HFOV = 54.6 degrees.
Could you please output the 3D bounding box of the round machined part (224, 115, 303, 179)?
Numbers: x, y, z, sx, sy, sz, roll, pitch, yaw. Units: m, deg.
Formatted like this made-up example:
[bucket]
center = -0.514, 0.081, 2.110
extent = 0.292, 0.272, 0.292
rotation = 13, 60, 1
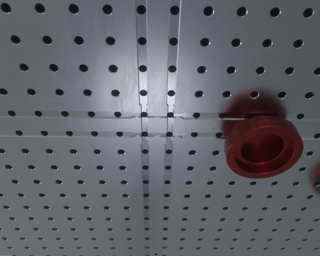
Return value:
[round machined part]
center = 0.136, 0.021, 0.419
extent = 0.099, 0.042, 0.097
rotation = 0, 130, 0
